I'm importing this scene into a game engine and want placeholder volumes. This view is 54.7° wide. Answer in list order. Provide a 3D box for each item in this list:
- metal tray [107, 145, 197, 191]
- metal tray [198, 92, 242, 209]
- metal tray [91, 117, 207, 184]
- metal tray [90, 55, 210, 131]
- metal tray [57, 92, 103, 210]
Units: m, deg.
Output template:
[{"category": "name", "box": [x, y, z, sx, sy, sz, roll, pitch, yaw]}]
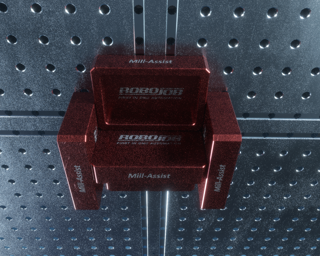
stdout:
[{"category": "metal tray", "box": [-0.013, 0.053, 0.451, 0.131, 0.030, 0.089, 0, 130, -1]}, {"category": "metal tray", "box": [0.069, 0.030, 0.395, 0.030, 0.090, 0.129, 1, 130, -1]}, {"category": "metal tray", "box": [-0.013, 0.026, 0.388, 0.131, 0.090, 0.030, 1, 130, -1]}, {"category": "metal tray", "box": [-0.011, -0.040, 0.374, 0.131, 0.030, 0.089, 0, 130, -1]}, {"category": "metal tray", "box": [-0.093, 0.031, 0.393, 0.030, 0.090, 0.129, 1, 130, -1]}]
